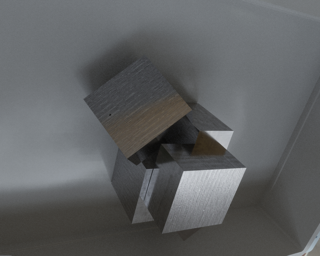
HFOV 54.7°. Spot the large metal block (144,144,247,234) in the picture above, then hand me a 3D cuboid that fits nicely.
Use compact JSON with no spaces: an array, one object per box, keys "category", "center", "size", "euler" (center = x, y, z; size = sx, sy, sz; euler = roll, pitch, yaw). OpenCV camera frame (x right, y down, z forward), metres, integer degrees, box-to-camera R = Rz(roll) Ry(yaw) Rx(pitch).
[{"category":"large metal block","center":[0.037,0.065,0.346],"size":[0.081,0.050,0.079],"euler":[2,118,-29]}]

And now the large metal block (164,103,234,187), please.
[{"category":"large metal block","center":[0.039,0.019,0.403],"size":[0.050,0.080,0.079],"euler":[1,118,-29]}]

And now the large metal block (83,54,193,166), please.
[{"category":"large metal block","center":[-0.021,-0.018,0.339],"size":[0.080,0.080,0.050],"euler":[-37,164,-4]}]

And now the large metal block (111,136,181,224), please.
[{"category":"large metal block","center":[-0.019,0.062,0.399],"size":[0.050,0.080,0.079],"euler":[1,118,-29]}]

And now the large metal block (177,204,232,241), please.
[{"category":"large metal block","center":[0.045,0.106,0.452],"size":[0.080,0.080,0.050],"euler":[-36,94,-5]}]
